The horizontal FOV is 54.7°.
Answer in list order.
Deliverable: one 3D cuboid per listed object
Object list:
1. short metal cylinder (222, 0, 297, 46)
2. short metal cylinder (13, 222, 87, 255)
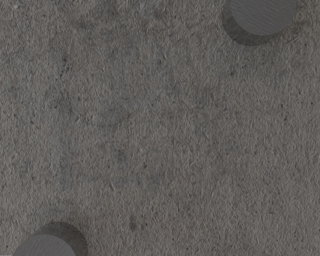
[{"bbox_3d":[0.125,-0.152,0.399,0.081,0.050,0.080,0,90,0],"label":"short metal cylinder"},{"bbox_3d":[-0.139,0.167,0.396,0.081,0.050,0.080,0,90,0],"label":"short metal cylinder"}]
